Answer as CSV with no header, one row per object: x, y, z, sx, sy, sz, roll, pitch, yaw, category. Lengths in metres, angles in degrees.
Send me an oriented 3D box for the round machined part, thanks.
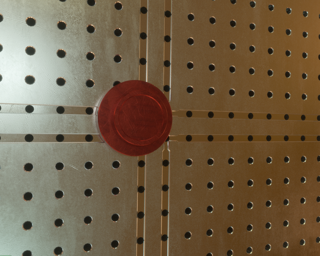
-0.029,-0.013,0.394,0.099,0.042,0.097,0,90,-21,round machined part
